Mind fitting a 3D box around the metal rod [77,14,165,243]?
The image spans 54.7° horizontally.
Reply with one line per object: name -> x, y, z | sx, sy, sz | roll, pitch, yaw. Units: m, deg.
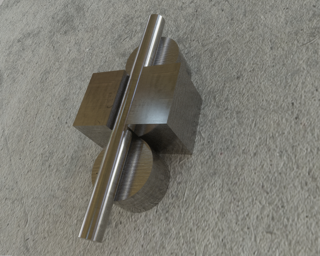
metal rod -> -0.037, -0.020, 0.372 | 0.025, 0.025, 0.300 | 0, 61, 28

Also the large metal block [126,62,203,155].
large metal block -> 0.010, -0.021, 0.377 | 0.050, 0.080, 0.080 | -1, 61, 28

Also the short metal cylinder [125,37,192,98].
short metal cylinder -> -0.001, -0.082, 0.440 | 0.080, 0.050, 0.080 | -13, 56, 20

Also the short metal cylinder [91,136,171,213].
short metal cylinder -> -0.034, 0.056, 0.373 | 0.080, 0.050, 0.080 | -13, 56, 20

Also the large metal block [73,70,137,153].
large metal block -> -0.058, -0.019, 0.412 | 0.050, 0.080, 0.080 | -1, 61, 28
